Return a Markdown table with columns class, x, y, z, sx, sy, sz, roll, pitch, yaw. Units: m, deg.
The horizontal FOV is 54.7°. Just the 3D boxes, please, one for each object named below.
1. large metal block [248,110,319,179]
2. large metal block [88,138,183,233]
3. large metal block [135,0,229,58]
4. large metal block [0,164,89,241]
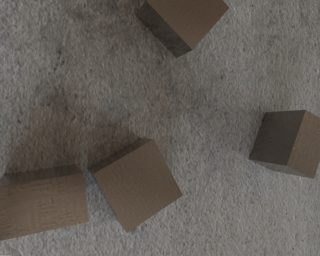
| class | x | y | z | sx | sy | sz | roll | pitch | yaw |
| --- | --- | --- | --- | --- | --- | --- | --- | --- | --- |
| large metal block | 0.186 | 0.022 | 0.451 | 0.050 | 0.080 | 0.080 | 25 | 82 | -19 |
| large metal block | -0.031 | 0.067 | 0.385 | 0.080 | 0.050 | 0.080 | -30 | 100 | -18 |
| large metal block | 0.029 | -0.153 | 0.407 | 0.080 | 0.050 | 0.080 | 43 | 76 | -15 |
| large metal block | -0.126 | 0.074 | 0.334 | 0.081 | 0.080 | 0.050 | -7 | 93 | -20 |
